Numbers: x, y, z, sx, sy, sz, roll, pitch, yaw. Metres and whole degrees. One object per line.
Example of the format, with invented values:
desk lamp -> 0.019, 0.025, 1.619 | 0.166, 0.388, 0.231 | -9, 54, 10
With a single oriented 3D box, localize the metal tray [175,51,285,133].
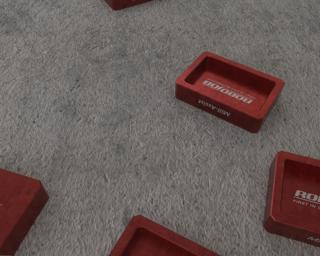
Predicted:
metal tray -> 0.099, -0.056, 0.447 | 0.130, 0.030, 0.090 | 27, 55, 21

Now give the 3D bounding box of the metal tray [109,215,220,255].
metal tray -> 0.012, 0.147, 0.276 | 0.130, 0.030, 0.090 | 22, 53, 17

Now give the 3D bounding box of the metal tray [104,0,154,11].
metal tray -> -0.056, -0.294, 0.647 | 0.131, 0.030, 0.090 | -24, 54, -19

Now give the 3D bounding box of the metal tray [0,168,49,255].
metal tray -> -0.200, 0.084, 0.328 | 0.131, 0.030, 0.090 | 14, 51, 11

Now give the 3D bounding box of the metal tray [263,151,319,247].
metal tray -> 0.185, 0.082, 0.331 | 0.131, 0.030, 0.090 | 14, 51, 11
